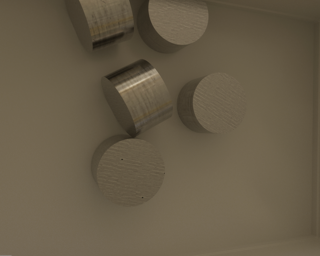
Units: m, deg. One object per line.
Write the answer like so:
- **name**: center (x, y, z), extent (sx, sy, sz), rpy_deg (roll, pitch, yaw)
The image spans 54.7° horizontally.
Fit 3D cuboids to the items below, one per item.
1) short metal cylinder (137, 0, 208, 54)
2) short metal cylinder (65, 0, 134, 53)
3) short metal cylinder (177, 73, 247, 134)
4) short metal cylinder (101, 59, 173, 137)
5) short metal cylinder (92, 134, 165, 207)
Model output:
- **short metal cylinder**: center (0.015, -0.142, 0.404), extent (0.081, 0.050, 0.079), rpy_deg (0, 90, -21)
- **short metal cylinder**: center (-0.071, -0.133, 0.355), extent (0.050, 0.080, 0.080), rpy_deg (-25, 99, -19)
- **short metal cylinder**: center (0.070, -0.032, 0.424), extent (0.081, 0.050, 0.079), rpy_deg (0, 90, -21)
- **short metal cylinder**: center (-0.028, -0.035, 0.372), extent (0.050, 0.080, 0.080), rpy_deg (-30, 100, -18)
- **short metal cylinder**: center (-0.040, 0.050, 0.380), extent (0.081, 0.050, 0.079), rpy_deg (-2, 95, -20)
